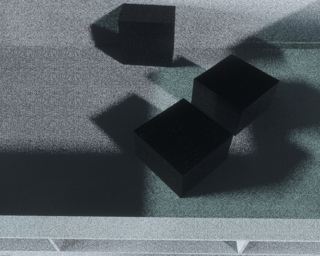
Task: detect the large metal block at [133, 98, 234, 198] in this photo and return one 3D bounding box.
[{"bbox_3d":[0.027,0.021,0.371,0.080,0.050,0.080,-35,58,-26],"label":"large metal block"}]

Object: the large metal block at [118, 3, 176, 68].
[{"bbox_3d":[-0.019,-0.146,0.492,0.080,0.080,0.050,4,50,3],"label":"large metal block"}]

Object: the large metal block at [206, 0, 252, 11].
[{"bbox_3d":[0.137,-0.292,0.638,0.081,0.050,0.080,-23,54,-18],"label":"large metal block"}]

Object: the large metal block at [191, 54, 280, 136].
[{"bbox_3d":[0.102,-0.048,0.430,0.080,0.050,0.080,-36,59,-26],"label":"large metal block"}]
